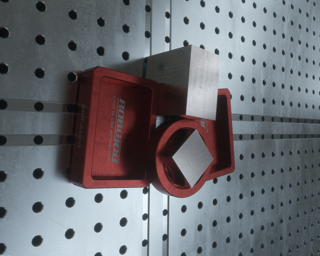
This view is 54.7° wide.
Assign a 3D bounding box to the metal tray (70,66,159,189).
[{"bbox_3d":[-0.049,0.003,0.359,0.091,0.030,0.129,8,85,-40],"label":"metal tray"}]

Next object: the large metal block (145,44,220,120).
[{"bbox_3d":[0.025,-0.052,0.390,0.050,0.080,0.080,8,85,-40],"label":"large metal block"}]

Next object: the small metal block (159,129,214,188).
[{"bbox_3d":[0.033,0.036,0.377,0.050,0.025,0.050,-47,118,-30],"label":"small metal block"}]

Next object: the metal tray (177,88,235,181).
[{"bbox_3d":[0.068,0.009,0.458,0.091,0.030,0.129,-9,96,-40],"label":"metal tray"}]

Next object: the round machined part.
[{"bbox_3d":[0.019,0.037,0.397,0.099,0.042,0.097,0,90,-40],"label":"round machined part"}]
